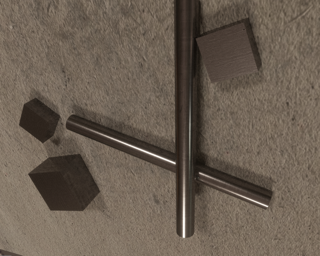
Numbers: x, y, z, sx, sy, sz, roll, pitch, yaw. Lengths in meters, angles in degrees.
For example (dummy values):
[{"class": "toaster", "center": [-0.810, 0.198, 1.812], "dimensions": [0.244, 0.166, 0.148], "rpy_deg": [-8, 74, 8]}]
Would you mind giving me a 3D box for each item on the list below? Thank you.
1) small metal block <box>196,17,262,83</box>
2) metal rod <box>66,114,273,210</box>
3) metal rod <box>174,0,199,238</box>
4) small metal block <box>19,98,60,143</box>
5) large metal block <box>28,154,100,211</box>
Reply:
[{"class": "small metal block", "center": [0.072, -0.079, 0.320], "dimensions": [0.050, 0.025, 0.050], "rpy_deg": [-10, 113, 32]}, {"class": "metal rod", "center": [0.001, 0.041, 0.430], "dimensions": [0.301, 0.025, 0.025], "rpy_deg": [20, 126, 15]}, {"class": "metal rod", "center": [0.031, 0.006, 0.370], "dimensions": [0.025, 0.025, 0.298], "rpy_deg": [9, 115, 23]}, {"class": "small metal block", "center": [-0.195, -0.012, 0.499], "dimensions": [0.050, 0.025, 0.050], "rpy_deg": [37, 129, 3]}, {"class": "large metal block", "center": [-0.164, 0.095, 0.533], "dimensions": [0.080, 0.050, 0.080], "rpy_deg": [-9, 114, 31]}]
